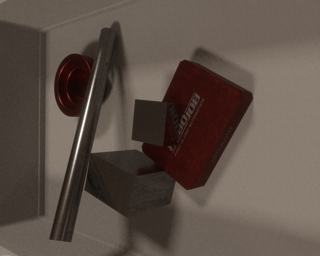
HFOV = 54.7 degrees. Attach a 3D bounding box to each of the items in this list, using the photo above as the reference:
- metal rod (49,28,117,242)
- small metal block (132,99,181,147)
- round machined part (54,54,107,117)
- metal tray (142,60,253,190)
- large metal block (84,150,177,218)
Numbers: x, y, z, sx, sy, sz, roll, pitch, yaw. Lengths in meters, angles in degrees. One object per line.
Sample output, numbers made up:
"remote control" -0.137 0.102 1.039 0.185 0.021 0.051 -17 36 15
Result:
"metal rod" -0.096 -0.007 0.414 0.025 0.025 0.299 -11 61 39
"small metal block" -0.005 -0.007 0.370 0.050 0.025 0.050 9 96 39
"round machined part" -0.123 -0.066 0.494 0.098 0.042 0.097 0 90 39
"metal tray" 0.039 -0.004 0.370 0.090 0.030 0.129 38 113 33
"large metal block" -0.036 0.066 0.399 0.080 0.081 0.050 20 103 38
